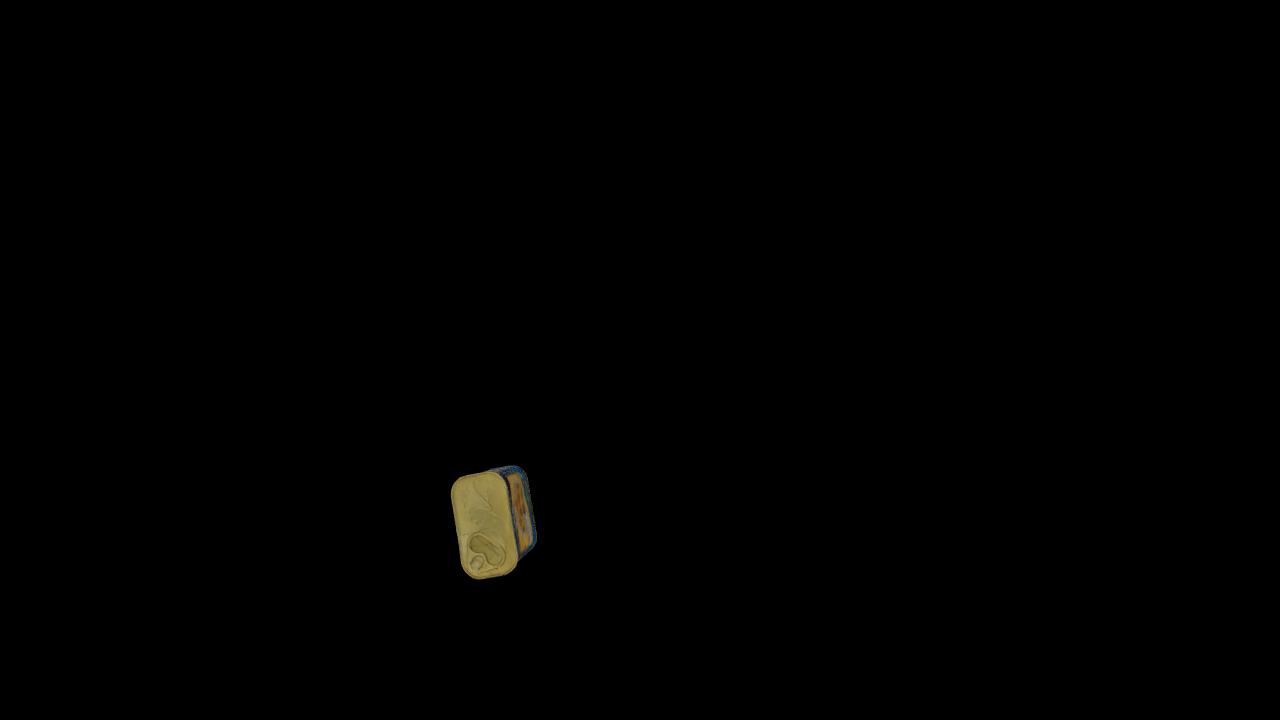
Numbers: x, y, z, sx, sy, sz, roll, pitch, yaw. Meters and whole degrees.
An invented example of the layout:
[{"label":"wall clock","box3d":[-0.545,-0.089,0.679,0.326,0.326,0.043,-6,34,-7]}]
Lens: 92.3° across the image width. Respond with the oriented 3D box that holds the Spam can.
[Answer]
[{"label":"Spam can","box3d":[-0.147,0.162,0.635,0.058,0.101,0.085,-10,-4,5]}]
